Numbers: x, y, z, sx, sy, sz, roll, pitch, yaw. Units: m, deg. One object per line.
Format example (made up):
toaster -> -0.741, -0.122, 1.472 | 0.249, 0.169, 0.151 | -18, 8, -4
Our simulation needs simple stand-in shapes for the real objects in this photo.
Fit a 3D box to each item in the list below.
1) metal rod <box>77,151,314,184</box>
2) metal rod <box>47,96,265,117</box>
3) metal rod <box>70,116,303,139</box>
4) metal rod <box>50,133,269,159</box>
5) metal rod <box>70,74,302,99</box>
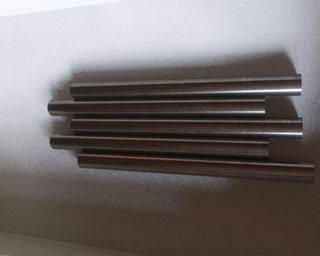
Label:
metal rod -> 0.030, 0.048, 0.398 | 0.301, 0.025, 0.025 | 1, 90, 19
metal rod -> -0.018, -0.028, 0.414 | 0.301, 0.025, 0.025 | 1, 90, 19
metal rod -> 0.019, -0.002, 0.402 | 0.301, 0.025, 0.025 | 1, 90, 19
metal rod -> -0.014, 0.022, 0.413 | 0.301, 0.025, 0.025 | 1, 90, 19
metal rod -> 0.018, -0.052, 0.402 | 0.301, 0.025, 0.025 | 1, 90, 19
